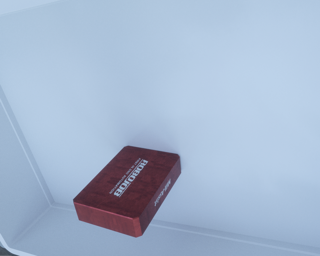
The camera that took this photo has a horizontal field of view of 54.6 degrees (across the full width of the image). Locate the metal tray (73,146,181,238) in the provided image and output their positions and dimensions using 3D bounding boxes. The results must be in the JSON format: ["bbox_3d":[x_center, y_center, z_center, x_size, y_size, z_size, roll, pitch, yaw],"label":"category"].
[{"bbox_3d":[-0.037,0.075,0.407,0.090,0.131,0.030,8,122,24],"label":"metal tray"}]
